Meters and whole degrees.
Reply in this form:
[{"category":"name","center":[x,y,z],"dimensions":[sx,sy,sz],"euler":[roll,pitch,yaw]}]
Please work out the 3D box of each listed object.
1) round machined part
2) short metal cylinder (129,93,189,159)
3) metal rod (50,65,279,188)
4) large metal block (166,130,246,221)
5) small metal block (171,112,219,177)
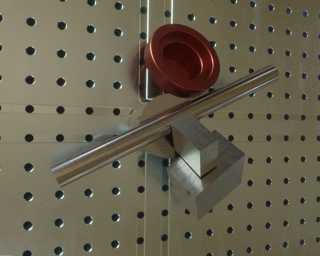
[{"category":"round machined part","center":[0.025,-0.082,0.401],"dimensions":[0.099,0.042,0.098],"euler":[11,63,-22]},{"category":"short metal cylinder","center":[0.005,-0.003,0.401],"dimensions":[0.081,0.050,0.079],"euler":[0,90,-21]},{"category":"metal rod","center":[0.021,-0.011,0.368],"dimensions":[0.302,0.025,0.025],"euler":[-26,99,-19]},{"category":"large metal block","center":[0.060,0.062,0.398],"dimensions":[0.080,0.050,0.080],"euler":[-37,147,-16]},{"category":"small metal block","center":[0.039,0.019,0.350],"dimensions":[0.025,0.050,0.050],"euler":[-31,143,-18]}]
